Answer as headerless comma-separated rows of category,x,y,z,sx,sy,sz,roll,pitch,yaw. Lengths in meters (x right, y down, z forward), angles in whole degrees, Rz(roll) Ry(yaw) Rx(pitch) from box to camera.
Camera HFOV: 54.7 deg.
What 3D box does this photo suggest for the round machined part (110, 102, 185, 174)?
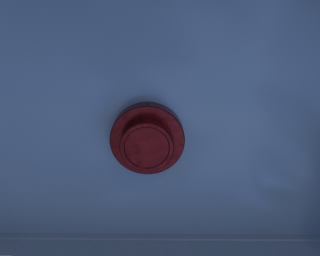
round machined part,-0.017,0.018,0.405,0.099,0.042,0.097,0,110,-1
